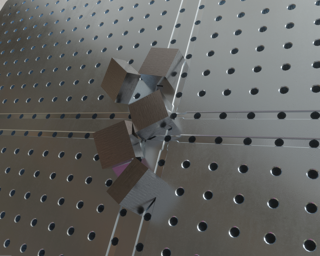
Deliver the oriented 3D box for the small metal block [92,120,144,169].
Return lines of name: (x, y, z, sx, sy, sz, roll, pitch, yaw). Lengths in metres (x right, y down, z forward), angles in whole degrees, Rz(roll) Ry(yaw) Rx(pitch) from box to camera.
small metal block: (-0.056, 0.023, 0.412, 0.050, 0.025, 0.050, -21, 79, 18)

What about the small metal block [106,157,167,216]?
small metal block: (-0.026, 0.070, 0.364, 0.025, 0.050, 0.050, 34, 81, 38)

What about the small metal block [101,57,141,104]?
small metal block: (-0.061, -0.072, 0.471, 0.050, 0.025, 0.050, 47, 120, 39)

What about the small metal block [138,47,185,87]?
small metal block: (0.002, -0.092, 0.465, 0.050, 0.025, 0.050, 13, 68, 33)

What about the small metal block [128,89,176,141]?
small metal block: (-0.012, -0.018, 0.426, 0.050, 0.025, 0.050, -26, 52, 12)
